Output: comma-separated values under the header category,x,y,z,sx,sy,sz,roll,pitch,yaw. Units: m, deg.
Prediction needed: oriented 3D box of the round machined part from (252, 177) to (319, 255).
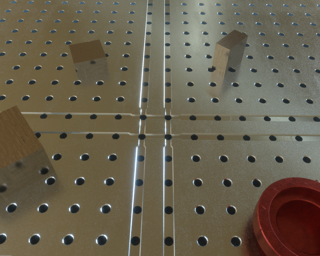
category,x,y,z,sx,sy,sz,roll,pitch,yaw
round machined part,0.143,0.103,0.312,0.099,0.042,0.098,0,50,0

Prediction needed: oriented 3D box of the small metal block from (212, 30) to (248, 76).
category,x,y,z,sx,sy,sz,roll,pitch,yaw
small metal block,0.111,-0.120,0.494,0.025,0.050,0.050,35,58,25

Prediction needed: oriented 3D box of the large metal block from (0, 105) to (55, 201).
category,x,y,z,sx,sy,sz,roll,pitch,yaw
large metal block,-0.184,0.031,0.363,0.081,0.050,0.080,-30,57,-23

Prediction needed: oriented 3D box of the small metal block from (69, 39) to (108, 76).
category,x,y,z,sx,sy,sz,roll,pitch,yaw
small metal block,-0.116,-0.115,0.503,0.050,0.025,0.050,-15,52,-13
